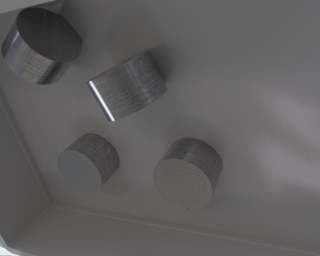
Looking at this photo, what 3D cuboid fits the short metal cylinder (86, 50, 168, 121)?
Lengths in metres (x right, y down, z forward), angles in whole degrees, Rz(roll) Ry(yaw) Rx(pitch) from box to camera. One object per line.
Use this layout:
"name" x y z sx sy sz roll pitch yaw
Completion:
"short metal cylinder" -0.038 -0.050 0.362 0.080 0.080 0.050 -17 110 35

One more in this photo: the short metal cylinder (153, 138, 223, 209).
"short metal cylinder" 0.037 0.060 0.410 0.080 0.050 0.079 13 124 21

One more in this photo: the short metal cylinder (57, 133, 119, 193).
"short metal cylinder" -0.112 0.055 0.485 0.080 0.050 0.079 13 124 21

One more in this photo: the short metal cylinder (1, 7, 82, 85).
"short metal cylinder" -0.147 -0.102 0.388 0.080 0.080 0.050 49 129 -7
